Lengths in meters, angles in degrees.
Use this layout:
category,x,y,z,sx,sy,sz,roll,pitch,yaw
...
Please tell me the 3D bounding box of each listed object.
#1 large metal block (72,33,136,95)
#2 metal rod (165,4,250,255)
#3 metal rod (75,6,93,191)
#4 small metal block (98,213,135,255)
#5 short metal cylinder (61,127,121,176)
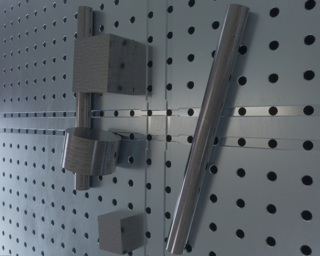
category,x,y,z,sx,sy,sz,roll,pitch,yaw
large metal block,-0.084,-0.091,0.463,0.080,0.050,0.079,6,94,39
metal rod,0.052,0.011,0.365,0.025,0.025,0.298,22,104,38
metal rod,-0.126,-0.048,0.513,0.025,0.025,0.298,2,91,40
small metal block,-0.066,0.157,0.464,0.050,0.025,0.050,-6,86,39
short metal cylinder,-0.101,0.033,0.457,0.080,0.081,0.050,18,101,38
